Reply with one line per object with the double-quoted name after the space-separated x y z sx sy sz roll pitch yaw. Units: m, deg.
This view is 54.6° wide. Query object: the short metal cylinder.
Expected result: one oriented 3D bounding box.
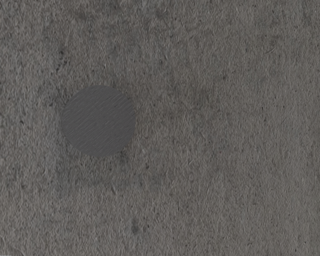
-0.075 -0.008 0.368 0.081 0.050 0.080 0 90 -20 "short metal cylinder"
